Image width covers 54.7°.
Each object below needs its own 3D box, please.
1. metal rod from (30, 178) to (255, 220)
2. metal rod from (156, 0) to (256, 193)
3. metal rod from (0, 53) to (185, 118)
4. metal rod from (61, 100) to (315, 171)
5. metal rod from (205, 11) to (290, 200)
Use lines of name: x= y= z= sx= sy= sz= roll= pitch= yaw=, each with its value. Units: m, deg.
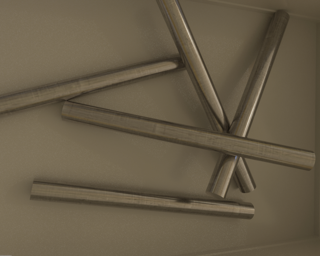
metal rod: x=-0.008 y=0.096 z=0.407 sx=0.302 sy=0.025 sz=0.025 roll=11 pitch=87 yaw=-20
metal rod: x=0.066 y=-0.039 z=0.415 sx=0.025 sy=0.025 sz=0.299 roll=-32 pitch=108 yaw=-17
metal rod: x=-0.098 y=-0.050 z=0.374 sx=0.302 sy=0.025 sz=0.025 roll=-18 pitch=96 yaw=-19
metal rod: x=0.035 y=0.010 z=0.373 sx=0.302 sy=0.025 sz=0.025 roll=12 pitch=86 yaw=-1
metal rod: x=0.128 y=-0.045 z=0.429 sx=0.025 sy=0.025 sz=0.300 roll=32 pitch=69 yaw=-17
